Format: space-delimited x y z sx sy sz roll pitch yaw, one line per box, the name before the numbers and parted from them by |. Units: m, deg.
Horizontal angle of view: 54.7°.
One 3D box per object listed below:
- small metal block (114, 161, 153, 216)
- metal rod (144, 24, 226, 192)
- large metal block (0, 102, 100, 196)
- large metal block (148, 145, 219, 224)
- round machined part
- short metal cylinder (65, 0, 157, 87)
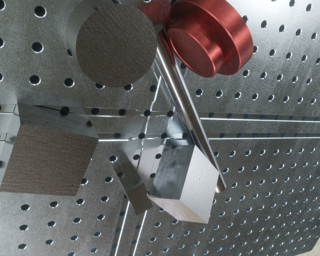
small metal block | -0.037 0.082 0.426 0.025 0.050 0.050 -26 128 -13
metal rod | 0.046 -0.004 0.433 0.025 0.025 0.299 -33 129 -7
large metal block | -0.125 0.026 0.343 0.081 0.050 0.080 13 112 -34
large metal block | 0.037 0.080 0.439 0.080 0.050 0.080 47 50 -39
round machined part | 0.046 -0.092 0.329 0.042 0.098 0.098 -45 130 -10
short metal cylinder | -0.050 -0.088 0.314 0.081 0.050 0.079 -14 124 -21
